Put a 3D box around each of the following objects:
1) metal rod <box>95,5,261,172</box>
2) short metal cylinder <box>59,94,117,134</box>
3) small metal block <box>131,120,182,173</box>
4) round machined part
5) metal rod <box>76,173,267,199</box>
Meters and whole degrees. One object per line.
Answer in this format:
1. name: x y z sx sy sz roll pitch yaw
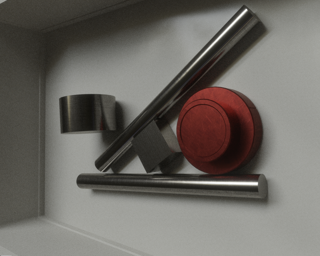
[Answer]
1. metal rod: 0.004 -0.031 0.400 0.299 0.025 0.025 -44 64 31
2. short metal cylinder: -0.104 -0.018 0.453 0.080 0.081 0.050 -6 86 39
3. small metal block: -0.004 0.024 0.406 0.050 0.025 0.050 -43 65 31
4. round machined part: 0.058 0.003 0.343 0.098 0.042 0.097 0 90 39
5. metal rod: -0.010 0.073 0.411 0.300 0.025 0.025 -7 86 39
